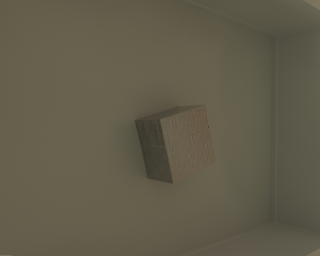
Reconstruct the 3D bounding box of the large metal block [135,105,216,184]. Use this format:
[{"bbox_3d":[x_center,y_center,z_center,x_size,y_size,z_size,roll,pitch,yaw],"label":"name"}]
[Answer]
[{"bbox_3d":[0.022,0.018,0.408,0.081,0.050,0.080,-19,102,-38],"label":"large metal block"}]
